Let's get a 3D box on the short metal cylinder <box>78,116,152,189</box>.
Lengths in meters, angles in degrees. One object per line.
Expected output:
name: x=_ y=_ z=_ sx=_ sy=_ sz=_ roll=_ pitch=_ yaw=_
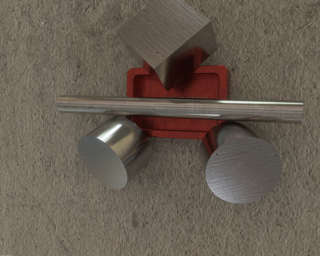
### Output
short metal cylinder: x=-0.058 y=0.031 z=0.398 sx=0.080 sy=0.050 sz=0.079 roll=22 pitch=132 yaw=26

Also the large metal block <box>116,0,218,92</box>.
large metal block: x=0.009 y=-0.105 z=0.371 sx=0.080 sy=0.050 sz=0.080 roll=-41 pitch=60 yaw=-2

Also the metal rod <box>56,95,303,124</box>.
metal rod: x=0.008 y=-0.025 z=0.376 sx=0.301 sy=0.025 sz=0.025 roll=3 pitch=91 yaw=19

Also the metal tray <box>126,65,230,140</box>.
metal tray: x=0.022 y=-0.032 z=0.400 sx=0.130 sy=0.030 sz=0.089 roll=2 pitch=91 yaw=19

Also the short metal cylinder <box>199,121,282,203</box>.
short metal cylinder: x=0.088 y=0.037 z=0.348 sx=0.081 sy=0.050 sz=0.079 roll=0 pitch=111 yaw=-1
